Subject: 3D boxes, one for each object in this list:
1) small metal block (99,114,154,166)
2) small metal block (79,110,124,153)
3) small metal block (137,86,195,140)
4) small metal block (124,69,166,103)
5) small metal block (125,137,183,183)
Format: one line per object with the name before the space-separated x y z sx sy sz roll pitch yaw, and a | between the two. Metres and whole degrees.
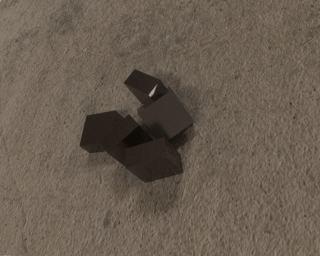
small metal block | -0.040 0.018 0.396 0.050 0.050 0.025 -42 51 -1
small metal block | -0.082 0.006 0.441 0.050 0.025 0.050 -8 58 23
small metal block | 0.007 -0.016 0.389 0.050 0.050 0.025 -36 16 4
small metal block | -0.014 -0.049 0.424 0.050 0.050 0.025 29 78 37
small metal block | -0.006 0.039 0.366 0.050 0.050 0.025 -18 55 17
